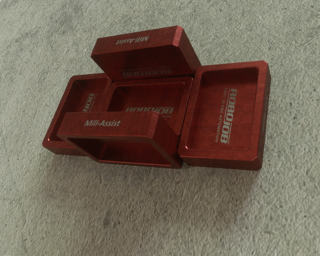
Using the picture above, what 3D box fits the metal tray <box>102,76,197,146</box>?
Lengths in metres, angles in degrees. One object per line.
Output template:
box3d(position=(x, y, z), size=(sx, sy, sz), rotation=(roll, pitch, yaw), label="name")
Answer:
box3d(position=(-0.018, -0.023, 0.424), size=(0.130, 0.030, 0.090), rotation=(1, 62, 28), label="metal tray")

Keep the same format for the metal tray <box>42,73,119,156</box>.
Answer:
box3d(position=(-0.116, -0.022, 0.474), size=(0.090, 0.030, 0.130), rotation=(1, 62, 28), label="metal tray")

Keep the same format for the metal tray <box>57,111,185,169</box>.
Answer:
box3d(position=(-0.045, 0.016, 0.374), size=(0.130, 0.090, 0.030), rotation=(0, 62, 28), label="metal tray")

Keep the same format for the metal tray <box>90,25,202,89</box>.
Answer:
box3d(position=(-0.017, -0.089, 0.426), size=(0.130, 0.090, 0.030), rotation=(0, 62, 28), label="metal tray")

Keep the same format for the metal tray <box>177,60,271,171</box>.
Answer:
box3d(position=(0.079, -0.017, 0.371), size=(0.090, 0.030, 0.130), rotation=(1, 62, 28), label="metal tray")
